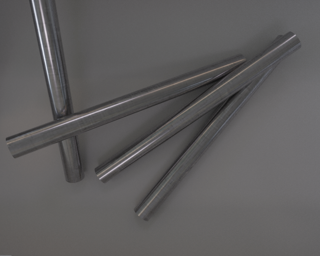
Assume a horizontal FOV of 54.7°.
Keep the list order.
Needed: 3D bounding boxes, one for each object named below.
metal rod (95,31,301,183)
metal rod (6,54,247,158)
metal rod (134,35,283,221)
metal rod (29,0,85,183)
[{"bbox_3d":[0.044,-0.023,0.397,0.300,0.025,0.025,-35,90,5],"label":"metal rod"},{"bbox_3d":[-0.027,-0.032,0.375,0.302,0.025,0.025,-22,90,-14],"label":"metal rod"},{"bbox_3d":[0.071,0.000,0.411,0.025,0.025,0.300,40,90,0],"label":"metal rod"},{"bbox_3d":[-0.118,-0.068,0.347,0.025,0.025,0.298,-2,116,0],"label":"metal rod"}]
